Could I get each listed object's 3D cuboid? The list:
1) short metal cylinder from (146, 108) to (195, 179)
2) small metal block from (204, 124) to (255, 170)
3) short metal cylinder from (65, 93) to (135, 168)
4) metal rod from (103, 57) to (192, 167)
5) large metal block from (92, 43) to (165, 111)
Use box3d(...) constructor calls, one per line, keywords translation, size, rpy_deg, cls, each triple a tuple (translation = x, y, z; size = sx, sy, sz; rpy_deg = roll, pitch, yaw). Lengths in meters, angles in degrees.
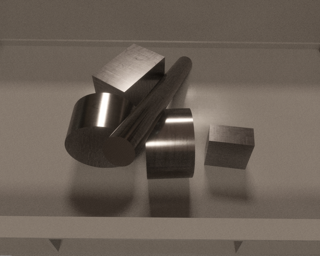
box3d(translation=(0.009, 0.018, 0.355), size=(0.050, 0.080, 0.080), rpy_deg=(-2, 50, -2), cls="short metal cylinder")
box3d(translation=(0.081, 0.023, 0.370), size=(0.050, 0.050, 0.025), rpy_deg=(6, 51, 5), cls="small metal block")
box3d(translation=(-0.066, 0.005, 0.365), size=(0.081, 0.080, 0.050), rpy_deg=(1, 50, 0), cls="short metal cylinder")
box3d(translation=(0.004, -0.042, 0.360), size=(0.025, 0.025, 0.301), rpy_deg=(12, 26, 9), cls="metal rod")
box3d(translation=(-0.038, -0.051, 0.412), size=(0.050, 0.080, 0.080), rpy_deg=(29, 56, 22), cls="large metal block")
